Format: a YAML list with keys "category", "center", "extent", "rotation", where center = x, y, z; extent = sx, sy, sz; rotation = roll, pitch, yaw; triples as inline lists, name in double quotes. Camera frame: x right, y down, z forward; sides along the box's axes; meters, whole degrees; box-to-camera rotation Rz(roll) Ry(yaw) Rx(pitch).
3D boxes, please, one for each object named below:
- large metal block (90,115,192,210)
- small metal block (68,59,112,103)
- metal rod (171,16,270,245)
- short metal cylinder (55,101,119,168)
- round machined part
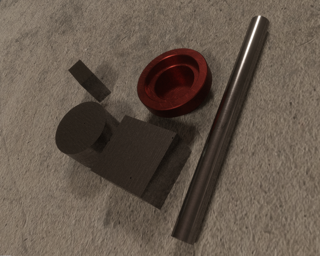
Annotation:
- category: "large metal block"
  center: [-0.022, 0.039, 0.374]
  extent: [0.080, 0.050, 0.080]
  rotation: [20, 72, 35]
- category: "small metal block"
  center: [-0.111, -0.074, 0.489]
  extent: [0.025, 0.050, 0.050]
  rotation: [-44, 51, -2]
- category: "metal rod"
  center: [0.079, -0.013, 0.369]
  extent: [0.025, 0.025, 0.300]
  rotation: [11, 67, 32]
- category: "short metal cylinder"
  center: [-0.096, 0.010, 0.430]
  extent: [0.080, 0.050, 0.080]
  rotation: [-13, 56, 20]
- category: "round machined part"
  center: [0.022, -0.055, 0.414]
  extent: [0.098, 0.042, 0.098]
  rotation: [-13, 56, 20]
